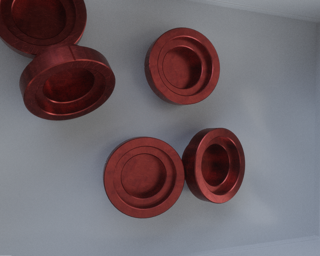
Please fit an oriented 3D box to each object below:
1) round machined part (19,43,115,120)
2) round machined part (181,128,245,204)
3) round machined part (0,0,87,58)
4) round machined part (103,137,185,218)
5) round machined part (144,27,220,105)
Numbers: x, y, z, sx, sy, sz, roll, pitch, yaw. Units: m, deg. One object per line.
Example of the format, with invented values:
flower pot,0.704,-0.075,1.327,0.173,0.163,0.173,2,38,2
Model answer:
round machined part,-0.103,-0.054,0.343,0.099,0.097,0.042,-18,63,-19
round machined part,0.067,0.049,0.416,0.099,0.042,0.097,2,87,-38
round machined part,-0.135,-0.125,0.350,0.099,0.042,0.097,1,88,-19
round machined part,-0.022,0.059,0.389,0.099,0.042,0.097,0,90,-13
round machined part,0.026,-0.078,0.411,0.099,0.042,0.097,0,90,-20
